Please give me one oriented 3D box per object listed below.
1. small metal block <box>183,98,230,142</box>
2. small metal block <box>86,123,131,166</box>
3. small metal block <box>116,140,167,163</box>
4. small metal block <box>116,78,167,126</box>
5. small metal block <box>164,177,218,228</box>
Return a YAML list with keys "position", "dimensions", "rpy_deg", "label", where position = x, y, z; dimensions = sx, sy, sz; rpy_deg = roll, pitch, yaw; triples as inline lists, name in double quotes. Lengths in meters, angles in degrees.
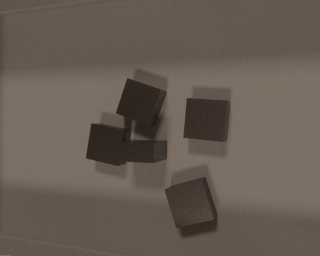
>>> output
- position: [0.059, -0.010, 0.389]
  dimensions: [0.050, 0.025, 0.050]
  rpy_deg: [6, 92, 19]
  label: "small metal block"
- position: [-0.072, 0.022, 0.435]
  dimensions: [0.050, 0.025, 0.050]
  rpy_deg: [11, 94, 19]
  label: "small metal block"
- position: [-0.023, 0.029, 0.404]
  dimensions: [0.050, 0.050, 0.025]
  rpy_deg: [1, 91, 19]
  label: "small metal block"
- position: [-0.025, -0.035, 0.418]
  dimensions: [0.050, 0.025, 0.050]
  rpy_deg: [21, 97, 18]
  label: "small metal block"
- position: [0.040, 0.095, 0.396]
  dimensions: [0.050, 0.025, 0.050]
  rpy_deg: [-19, 84, 18]
  label: "small metal block"
